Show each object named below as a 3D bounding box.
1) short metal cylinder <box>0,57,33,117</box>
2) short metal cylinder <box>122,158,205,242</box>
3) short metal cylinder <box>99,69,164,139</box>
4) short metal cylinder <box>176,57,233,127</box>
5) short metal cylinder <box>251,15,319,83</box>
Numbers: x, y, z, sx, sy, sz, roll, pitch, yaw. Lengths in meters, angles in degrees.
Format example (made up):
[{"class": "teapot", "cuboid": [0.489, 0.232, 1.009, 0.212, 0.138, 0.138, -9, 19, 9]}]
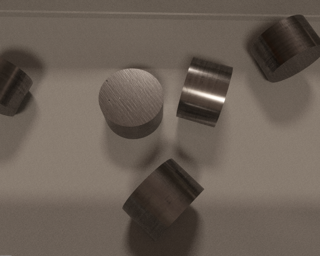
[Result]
[{"class": "short metal cylinder", "cuboid": [-0.215, -0.056, 0.398, 0.080, 0.080, 0.050, 19, 71, 6]}, {"class": "short metal cylinder", "cuboid": [0.004, 0.081, 0.351, 0.050, 0.080, 0.080, 43, 75, 14]}, {"class": "short metal cylinder", "cuboid": [-0.036, -0.031, 0.407, 0.081, 0.050, 0.080, 0, 70, 0]}, {"class": "short metal cylinder", "cuboid": [0.057, -0.046, 0.398, 0.050, 0.080, 0.080, 17, 71, 6]}, {"class": "short metal cylinder", "cuboid": [0.173, -0.106, 0.421, 0.080, 0.080, 0.050, -22, 72, -8]}]
